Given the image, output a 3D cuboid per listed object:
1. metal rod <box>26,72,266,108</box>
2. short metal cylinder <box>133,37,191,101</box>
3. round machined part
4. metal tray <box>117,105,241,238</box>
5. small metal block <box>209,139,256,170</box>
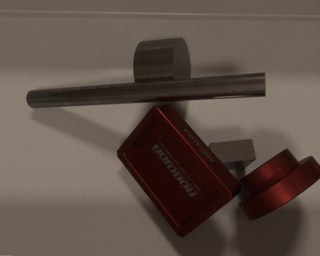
[{"bbox_3d":[-0.033,-0.042,0.370,0.301,0.025,0.025,-1,69,21],"label":"metal rod"},{"bbox_3d":[0.005,-0.074,0.401,0.050,0.080,0.080,0,69,20],"label":"short metal cylinder"},{"bbox_3d":[0.129,0.059,0.351,0.098,0.098,0.042,-31,74,-11],"label":"round machined part"},{"bbox_3d":[0.017,0.048,0.360,0.130,0.030,0.090,50,121,16],"label":"metal tray"},{"bbox_3d":[0.085,0.035,0.385,0.050,0.050,0.025,-5,70,-2],"label":"small metal block"}]
